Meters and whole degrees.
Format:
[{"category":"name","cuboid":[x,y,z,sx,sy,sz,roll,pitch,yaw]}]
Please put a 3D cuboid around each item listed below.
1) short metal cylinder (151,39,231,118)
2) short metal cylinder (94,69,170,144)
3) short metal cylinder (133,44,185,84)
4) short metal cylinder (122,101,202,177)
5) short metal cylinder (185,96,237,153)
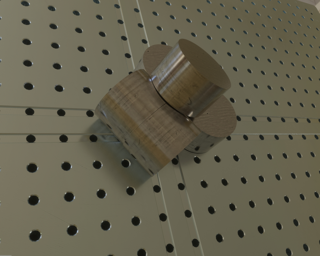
[{"category":"short metal cylinder","cuboid":[0.037,-0.059,0.367,0.080,0.050,0.080,31,32,-22]},{"category":"short metal cylinder","cuboid":[-0.031,-0.025,0.373,0.050,0.080,0.080,47,51,4]},{"category":"short metal cylinder","cuboid":[0.004,-0.071,0.437,0.081,0.050,0.080,14,56,-21]},{"category":"short metal cylinder","cuboid":[0.003,0.013,0.368,0.050,0.080,0.080,47,51,4]},{"category":"short metal cylinder","cuboid":[0.058,-0.012,0.431,0.081,0.050,0.080,14,56,-21]}]
